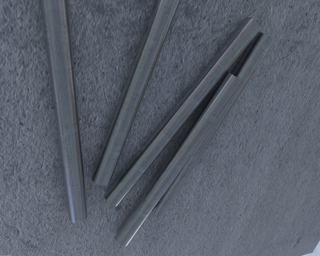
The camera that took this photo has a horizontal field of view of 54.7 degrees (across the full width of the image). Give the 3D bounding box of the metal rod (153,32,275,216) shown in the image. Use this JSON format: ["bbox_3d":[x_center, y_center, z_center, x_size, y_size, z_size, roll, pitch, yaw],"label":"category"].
[{"bbox_3d":[0.068,0.004,0.446,0.025,0.025,0.298,19,108,-36],"label":"metal rod"}]

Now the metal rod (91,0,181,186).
[{"bbox_3d":[-0.023,-0.061,0.356,0.025,0.025,0.298,10,113,-33],"label":"metal rod"}]

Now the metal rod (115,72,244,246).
[{"bbox_3d":[0.019,0.054,0.441,0.025,0.025,0.299,21,110,-36],"label":"metal rod"}]

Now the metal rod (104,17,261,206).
[{"bbox_3d":[0.025,-0.016,0.410,0.025,0.025,0.299,32,100,-38],"label":"metal rod"}]

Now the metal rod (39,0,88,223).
[{"bbox_3d":[-0.103,-0.009,0.344,0.025,0.025,0.298,-11,123,-23],"label":"metal rod"}]
